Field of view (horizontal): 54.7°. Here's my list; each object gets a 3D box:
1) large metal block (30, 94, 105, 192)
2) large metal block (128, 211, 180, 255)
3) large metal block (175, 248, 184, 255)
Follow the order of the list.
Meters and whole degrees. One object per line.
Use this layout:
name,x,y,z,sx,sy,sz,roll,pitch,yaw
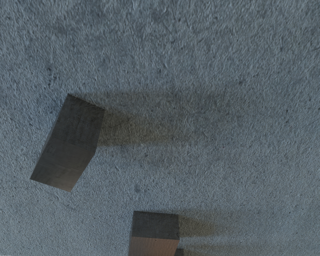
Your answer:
large metal block,-0.113,0.019,0.386,0.050,0.080,0.080,24,126,-19
large metal block,-0.013,0.197,0.558,0.081,0.050,0.079,7,130,-6
large metal block,0.005,0.289,0.617,0.081,0.080,0.050,5,130,-5
